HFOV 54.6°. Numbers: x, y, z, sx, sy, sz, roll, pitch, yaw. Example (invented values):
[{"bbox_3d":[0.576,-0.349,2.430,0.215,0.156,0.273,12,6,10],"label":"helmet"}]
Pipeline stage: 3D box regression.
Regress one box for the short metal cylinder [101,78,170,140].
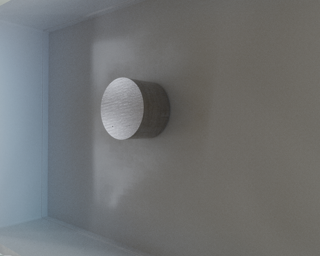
[{"bbox_3d":[-0.034,-0.025,0.417,0.080,0.050,0.080,0,90,40],"label":"short metal cylinder"}]
